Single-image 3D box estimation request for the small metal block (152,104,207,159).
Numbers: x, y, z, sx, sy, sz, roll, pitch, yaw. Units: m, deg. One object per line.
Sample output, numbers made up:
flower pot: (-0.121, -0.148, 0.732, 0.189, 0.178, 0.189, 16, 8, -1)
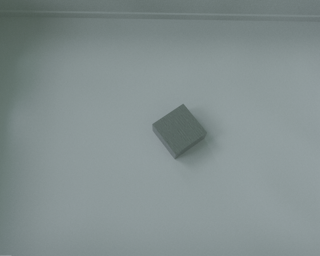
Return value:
small metal block: (0.025, 0.005, 0.408, 0.050, 0.025, 0.050, -34, 74, -12)
